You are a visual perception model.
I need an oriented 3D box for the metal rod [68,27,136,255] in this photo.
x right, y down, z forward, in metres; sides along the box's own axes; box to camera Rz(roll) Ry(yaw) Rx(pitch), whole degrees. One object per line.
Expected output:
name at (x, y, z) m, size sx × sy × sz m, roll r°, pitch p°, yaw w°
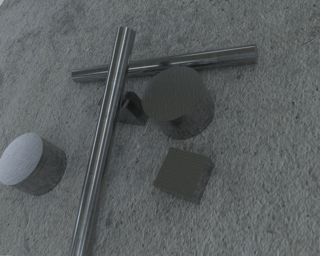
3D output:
metal rod at (-0.070, 0.018, 0.382) m, size 0.025 × 0.025 × 0.299 m, roll 4°, pitch 78°, yaw 30°

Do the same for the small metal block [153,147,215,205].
small metal block at (0.028, 0.054, 0.356) m, size 0.050 × 0.025 × 0.050 m, roll 13°, pitch 68°, yaw 33°

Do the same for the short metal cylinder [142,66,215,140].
short metal cylinder at (0.024, -0.031, 0.395) m, size 0.080 × 0.050 × 0.080 m, roll -13°, pitch 56°, yaw 21°

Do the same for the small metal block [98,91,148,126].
small metal block at (-0.049, -0.028, 0.430) m, size 0.050 × 0.050 × 0.025 m, roll 8°, pitch 66°, yaw 32°

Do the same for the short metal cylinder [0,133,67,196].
short metal cylinder at (-0.186, 0.053, 0.453) m, size 0.080 × 0.050 × 0.080 m, roll -13°, pitch 56°, yaw 21°

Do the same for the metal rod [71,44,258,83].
metal rod at (-0.010, -0.092, 0.465) m, size 0.300 × 0.025 × 0.025 m, roll -1°, pitch 61°, yaw 27°
